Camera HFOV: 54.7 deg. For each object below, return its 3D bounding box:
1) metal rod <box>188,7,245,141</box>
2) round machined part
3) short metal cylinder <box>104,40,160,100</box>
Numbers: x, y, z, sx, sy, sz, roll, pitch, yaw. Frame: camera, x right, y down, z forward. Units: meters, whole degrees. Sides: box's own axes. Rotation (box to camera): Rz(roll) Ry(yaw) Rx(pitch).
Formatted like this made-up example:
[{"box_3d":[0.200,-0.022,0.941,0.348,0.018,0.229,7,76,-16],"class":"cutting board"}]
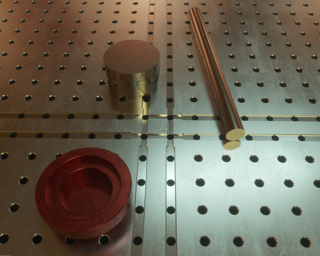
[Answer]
[{"box_3d":[0.081,-0.105,0.496,0.025,0.025,0.300,-5,50,-4],"class":"metal rod"},{"box_3d":[-0.079,0.072,0.335,0.099,0.042,0.098,0,50,0],"class":"round machined part"},{"box_3d":[-0.041,-0.088,0.465,0.080,0.050,0.080,0,50,0],"class":"short metal cylinder"}]
